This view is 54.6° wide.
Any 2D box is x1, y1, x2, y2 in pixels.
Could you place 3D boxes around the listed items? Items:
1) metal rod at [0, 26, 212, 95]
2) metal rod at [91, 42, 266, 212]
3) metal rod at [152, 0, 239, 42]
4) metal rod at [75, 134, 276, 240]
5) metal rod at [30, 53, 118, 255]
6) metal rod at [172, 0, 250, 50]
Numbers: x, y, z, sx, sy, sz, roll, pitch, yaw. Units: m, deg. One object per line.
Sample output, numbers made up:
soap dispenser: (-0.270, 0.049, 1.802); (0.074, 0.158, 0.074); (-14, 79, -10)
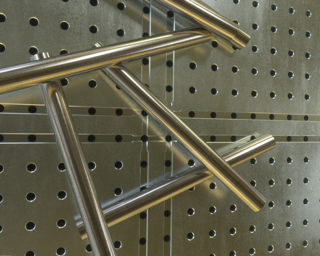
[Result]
metal rod: (-0.057, -0.085, 0.361); (0.302, 0.025, 0.025); (-22, 98, -30)
metal rod: (0.026, 0.004, 0.403); (0.300, 0.025, 0.025); (43, 77, -8)
metal rod: (-0.035, -0.188, 0.385); (0.301, 0.025, 0.025); (24, 82, -13)
metal rod: (0.035, 0.072, 0.425); (0.302, 0.025, 0.025); (-21, 97, -19)
metal rod: (-0.092, 0.059, 0.359); (0.025, 0.025, 0.299); (-18, 89, -19)
metal rod: (-0.002, -0.193, 0.411); (0.301, 0.025, 0.025); (28, 81, -18)
